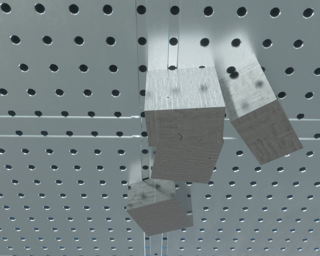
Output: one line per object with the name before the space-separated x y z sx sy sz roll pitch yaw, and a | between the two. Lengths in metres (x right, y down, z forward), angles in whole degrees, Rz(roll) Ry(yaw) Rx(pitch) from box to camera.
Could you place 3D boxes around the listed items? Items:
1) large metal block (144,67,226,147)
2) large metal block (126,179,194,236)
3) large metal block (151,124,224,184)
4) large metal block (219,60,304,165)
large metal block | 0.026 -0.026 0.353 0.080 0.080 0.050 -3 130 2
large metal block | 0.001 0.125 0.501 0.080 0.050 0.080 -18 128 14
large metal block | 0.033 0.027 0.418 0.080 0.050 0.079 6 130 -6
large metal block | 0.115 -0.018 0.361 0.050 0.080 0.080 -28 125 21
